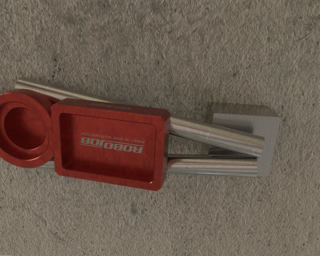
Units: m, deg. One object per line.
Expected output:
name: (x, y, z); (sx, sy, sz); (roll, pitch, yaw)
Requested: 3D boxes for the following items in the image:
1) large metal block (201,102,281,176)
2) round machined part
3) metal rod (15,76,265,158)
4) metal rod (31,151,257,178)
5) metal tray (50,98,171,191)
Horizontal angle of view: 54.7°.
large metal block: (0.101, 0.013, 0.402); (0.081, 0.050, 0.079); (4, 110, -2)
round machined part: (-0.166, -0.002, 0.393); (0.098, 0.042, 0.097); (3, 110, 9)
metal rod: (-0.030, -0.015, 0.370); (0.301, 0.025, 0.025); (15, 110, 8)
metal rod: (-0.035, 0.044, 0.392); (0.301, 0.025, 0.025); (1, 111, 13)
metal tray: (-0.057, 0.018, 0.359); (0.131, 0.030, 0.089); (7, 110, 10)
